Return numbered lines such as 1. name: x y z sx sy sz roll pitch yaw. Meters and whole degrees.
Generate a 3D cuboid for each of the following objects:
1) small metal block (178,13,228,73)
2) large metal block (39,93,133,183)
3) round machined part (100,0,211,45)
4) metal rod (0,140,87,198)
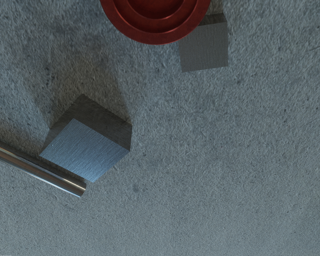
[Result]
1. small metal block: 0.045 -0.091 0.331 0.050 0.025 0.050 -7 130 5
2. large metal block: -0.094 0.015 0.403 0.080 0.050 0.080 34 122 -26
3. round machined part: -0.004 -0.130 0.282 0.099 0.042 0.097 1 125 1
4. metal rod: -0.235 0.023 0.422 0.301 0.025 0.025 34 122 -26
